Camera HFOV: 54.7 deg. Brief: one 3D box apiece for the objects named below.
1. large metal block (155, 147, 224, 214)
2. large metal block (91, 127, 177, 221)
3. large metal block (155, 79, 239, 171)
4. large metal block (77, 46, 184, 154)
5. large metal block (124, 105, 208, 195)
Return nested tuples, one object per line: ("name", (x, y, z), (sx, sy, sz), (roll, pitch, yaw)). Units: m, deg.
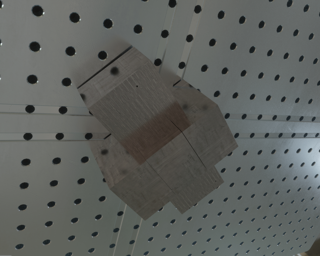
("large metal block", (0.037, 0.068, 0.460), (0.080, 0.050, 0.080), (-37, 130, -3))
("large metal block", (-0.034, 0.057, 0.394), (0.050, 0.080, 0.080), (-38, 130, -3))
("large metal block", (0.046, -0.005, 0.400), (0.050, 0.080, 0.080), (-38, 130, -3))
("large metal block", (-0.032, -0.031, 0.356), (0.080, 0.050, 0.080), (-38, 130, -2))
("large metal block", (0.006, 0.026, 0.397), (0.050, 0.080, 0.080), (-38, 130, -3))
